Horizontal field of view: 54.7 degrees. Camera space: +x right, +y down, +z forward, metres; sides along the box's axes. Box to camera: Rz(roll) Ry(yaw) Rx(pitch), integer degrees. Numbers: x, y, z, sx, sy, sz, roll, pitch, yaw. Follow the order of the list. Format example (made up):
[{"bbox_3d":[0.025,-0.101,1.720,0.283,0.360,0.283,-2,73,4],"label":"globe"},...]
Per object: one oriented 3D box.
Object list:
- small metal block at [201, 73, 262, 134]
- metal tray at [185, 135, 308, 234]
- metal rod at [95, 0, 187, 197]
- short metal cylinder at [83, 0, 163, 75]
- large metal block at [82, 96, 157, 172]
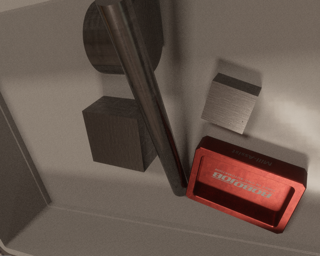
[{"bbox_3d":[0.079,-0.028,0.349,0.050,0.025,0.050,23,127,14],"label":"small metal block"},{"bbox_3d":[0.104,0.072,0.394,0.130,0.030,0.089,19,126,16],"label":"metal tray"},{"bbox_3d":[-0.002,-0.003,0.334,0.025,0.025,0.299,10,146,23],"label":"metal rod"},{"bbox_3d":[-0.036,-0.097,0.331,0.050,0.080,0.079,7,121,24],"label":"short metal cylinder"},{"bbox_3d":[-0.050,0.006,0.421,0.080,0.050,0.079,9,122,23],"label":"large metal block"}]
